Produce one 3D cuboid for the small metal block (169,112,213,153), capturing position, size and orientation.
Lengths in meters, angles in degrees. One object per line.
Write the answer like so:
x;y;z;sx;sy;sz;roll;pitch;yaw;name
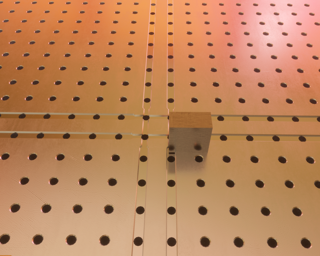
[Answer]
0.036;0.006;0.387;0.050;0.050;0.025;0;50;0;small metal block
